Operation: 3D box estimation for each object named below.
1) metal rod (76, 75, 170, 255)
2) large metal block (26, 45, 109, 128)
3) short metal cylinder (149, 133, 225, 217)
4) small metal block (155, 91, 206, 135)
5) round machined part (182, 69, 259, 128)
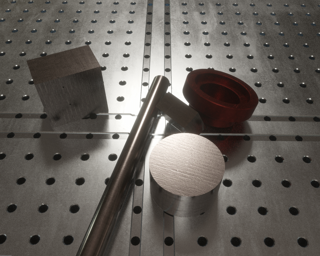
[{"bbox_3d":[-0.038,0.041,0.372,0.025,0.025,0.300,12,51,10],"label":"metal rod"},{"bbox_3d":[-0.121,-0.055,0.417,0.081,0.080,0.050,-20,53,-16],"label":"large metal block"},{"bbox_3d":[0.028,0.052,0.348,0.081,0.050,0.080,0,50,0],"label":"short metal cylinder"},{"bbox_3d":[0.028,-0.014,0.400,0.050,0.050,0.025,39,86,27],"label":"small metal block"},{"bbox_3d":[0.077,-0.037,0.416,0.099,0.042,0.098,12,36,-8],"label":"round machined part"}]
